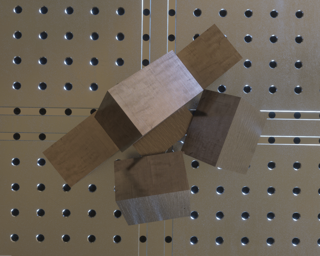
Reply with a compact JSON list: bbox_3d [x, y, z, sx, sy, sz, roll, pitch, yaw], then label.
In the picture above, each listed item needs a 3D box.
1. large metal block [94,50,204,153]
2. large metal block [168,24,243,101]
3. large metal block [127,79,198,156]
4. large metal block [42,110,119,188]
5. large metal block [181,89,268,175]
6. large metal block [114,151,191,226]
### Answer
[{"bbox_3d":[-0.015,-0.025,0.323,0.080,0.080,0.050,-37,90,-25],"label":"large metal block"},{"bbox_3d":[0.046,-0.073,0.386,0.080,0.080,0.050,-39,91,0],"label":"large metal block"},{"bbox_3d":[-0.008,-0.011,0.402,0.080,0.050,0.080,-39,90,0],"label":"large metal block"},{"bbox_3d":[-0.083,0.022,0.384,0.080,0.080,0.050,-38,90,0],"label":"large metal block"},{"bbox_3d":[0.080,0.007,0.379,0.050,0.080,0.080,21,90,41],"label":"large metal block"},{"bbox_3d":[-0.007,0.076,0.379,0.080,0.080,0.050,-9,54,0],"label":"large metal block"}]
